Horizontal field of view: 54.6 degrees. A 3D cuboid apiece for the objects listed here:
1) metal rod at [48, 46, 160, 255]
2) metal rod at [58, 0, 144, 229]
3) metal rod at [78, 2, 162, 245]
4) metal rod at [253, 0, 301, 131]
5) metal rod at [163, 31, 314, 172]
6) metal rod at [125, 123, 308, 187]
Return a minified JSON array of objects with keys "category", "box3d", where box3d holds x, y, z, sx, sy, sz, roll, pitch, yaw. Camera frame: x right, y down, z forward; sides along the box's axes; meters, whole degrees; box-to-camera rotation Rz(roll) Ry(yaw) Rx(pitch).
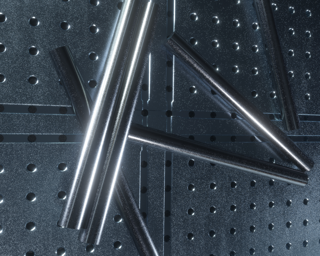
[{"category":"metal rod","box3d":[-0.064,0.044,0.388,0.025,0.025,0.299,-25,98,-18]},{"category":"metal rod","box3d":[-0.063,-0.036,0.366,0.025,0.025,0.299,18,76,-19]},{"category":"metal rod","box3d":[-0.044,-0.016,0.375,0.025,0.025,0.299,18,76,-19]},{"category":"metal rod","box3d":[0.169,-0.142,0.473,0.025,0.025,0.299,-18,96,-19]},{"category":"metal rod","box3d":[0.125,-0.030,0.458,0.301,0.025,0.025,39,78,-16]},{"category":"metal rod","box3d":[0.090,0.042,0.445,0.302,0.025,0.025,16,85,-19]}]
